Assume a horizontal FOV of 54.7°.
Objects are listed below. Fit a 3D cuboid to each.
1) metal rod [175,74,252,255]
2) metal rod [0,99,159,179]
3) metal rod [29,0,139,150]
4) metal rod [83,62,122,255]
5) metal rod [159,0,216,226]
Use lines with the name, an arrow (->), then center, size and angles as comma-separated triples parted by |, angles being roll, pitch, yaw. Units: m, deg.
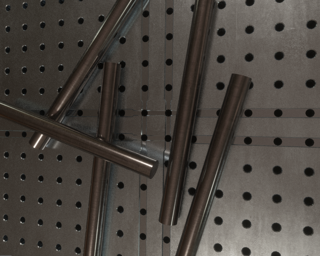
metal rod -> 0.058, 0.080, 0.391 | 0.025, 0.025, 0.298 | 18, 96, 18
metal rod -> -0.142, 0.005, 0.433 | 0.301, 0.025, 0.025 | 19, 96, 18
metal rod -> -0.104, -0.093, 0.447 | 0.025, 0.025, 0.299 | 39, 102, 15
metal rod -> -0.083, 0.058, 0.440 | 0.025, 0.025, 0.298 | 7, 92, 19
metal rod -> 0.035, -0.023, 0.399 | 0.025, 0.025, 0.298 | 10, 93, 19
